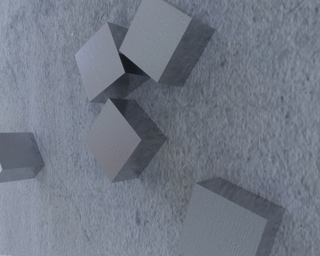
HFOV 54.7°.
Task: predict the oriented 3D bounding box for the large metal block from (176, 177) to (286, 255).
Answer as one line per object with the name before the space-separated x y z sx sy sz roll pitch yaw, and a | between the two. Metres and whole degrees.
large metal block | 0.073 0.107 0.327 0.080 0.050 0.079 23 104 37

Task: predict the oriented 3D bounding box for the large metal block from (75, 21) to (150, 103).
large metal block | -0.069 -0.089 0.443 0.080 0.050 0.080 -31 71 35

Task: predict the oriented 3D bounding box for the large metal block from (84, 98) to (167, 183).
large metal block | -0.050 0.016 0.428 0.080 0.050 0.080 50 119 28

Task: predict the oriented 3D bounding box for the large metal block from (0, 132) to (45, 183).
large metal block | -0.283 0.056 0.599 0.050 0.081 0.080 -44 64 31

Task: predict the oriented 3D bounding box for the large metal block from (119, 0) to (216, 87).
large metal block | 0.007 -0.108 0.381 0.080 0.050 0.080 44 116 31
